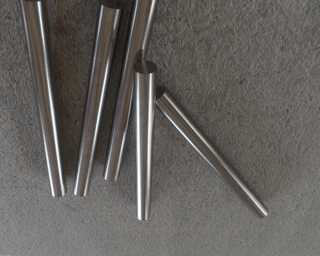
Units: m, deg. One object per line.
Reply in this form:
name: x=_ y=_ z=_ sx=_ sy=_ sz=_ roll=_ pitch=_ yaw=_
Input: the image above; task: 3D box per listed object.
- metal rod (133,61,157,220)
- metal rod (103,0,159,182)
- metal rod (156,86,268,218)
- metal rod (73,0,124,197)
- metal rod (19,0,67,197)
metal rod: x=-0.022 y=0.042 z=0.427 sx=0.025 sy=0.025 sz=0.298 roll=2 pitch=135 yaw=-2
metal rod: x=-0.040 y=-0.040 z=0.372 sx=0.025 sy=0.025 sz=0.298 roll=10 pitch=130 yaw=-9
metal rod: x=0.085 y=0.051 z=0.450 sx=0.025 sy=0.025 sz=0.300 roll=-29 pitch=125 yaw=22
metal rod: x=-0.086 y=-0.012 z=0.395 sx=0.025 sy=0.025 sz=0.298 roll=11 pitch=129 yaw=-10
metal rod: x=-0.141 y=-0.013 z=0.394 sx=0.025 sy=0.025 sz=0.298 roll=5 pitch=130 yaw=-5
